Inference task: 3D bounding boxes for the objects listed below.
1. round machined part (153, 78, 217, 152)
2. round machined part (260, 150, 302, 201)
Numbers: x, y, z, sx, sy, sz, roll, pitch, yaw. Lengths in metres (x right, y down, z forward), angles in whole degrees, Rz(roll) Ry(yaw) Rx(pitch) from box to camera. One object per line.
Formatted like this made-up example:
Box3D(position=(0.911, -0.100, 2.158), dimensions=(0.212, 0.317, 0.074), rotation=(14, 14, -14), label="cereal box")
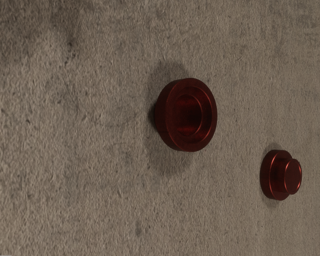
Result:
Box3D(position=(0.030, -0.017, 0.421), dimensions=(0.099, 0.042, 0.097), rotation=(0, 90, -40), label="round machined part")
Box3D(position=(0.238, 0.092, 0.598), dimensions=(0.099, 0.042, 0.097), rotation=(0, 90, -40), label="round machined part")
